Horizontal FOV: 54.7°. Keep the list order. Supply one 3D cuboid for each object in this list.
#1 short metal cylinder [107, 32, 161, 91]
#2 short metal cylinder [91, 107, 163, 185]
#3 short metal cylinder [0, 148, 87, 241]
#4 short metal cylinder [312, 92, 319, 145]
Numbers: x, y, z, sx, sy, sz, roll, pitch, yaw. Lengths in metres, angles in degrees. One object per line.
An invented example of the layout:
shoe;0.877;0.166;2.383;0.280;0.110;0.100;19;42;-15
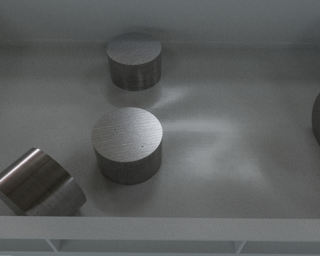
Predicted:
short metal cylinder;-0.038;-0.102;0.474;0.081;0.050;0.080;0;50;0
short metal cylinder;-0.037;0.021;0.371;0.081;0.050;0.080;0;50;0
short metal cylinder;-0.122;0.066;0.312;0.080;0.080;0.050;29;56;22
short metal cylinder;0.233;-0.011;0.382;0.050;0.080;0.080;-2;50;-2
